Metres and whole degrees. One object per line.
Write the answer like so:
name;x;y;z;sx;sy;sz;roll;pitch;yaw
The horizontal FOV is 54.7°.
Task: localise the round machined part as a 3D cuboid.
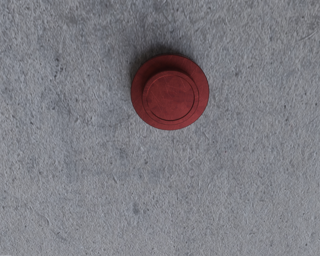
round machined part;0.013;-0.042;0.385;0.099;0.042;0.097;0;110;0
